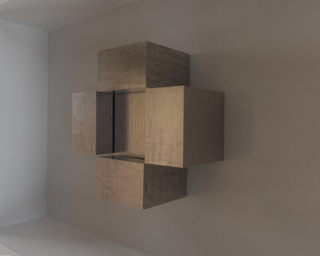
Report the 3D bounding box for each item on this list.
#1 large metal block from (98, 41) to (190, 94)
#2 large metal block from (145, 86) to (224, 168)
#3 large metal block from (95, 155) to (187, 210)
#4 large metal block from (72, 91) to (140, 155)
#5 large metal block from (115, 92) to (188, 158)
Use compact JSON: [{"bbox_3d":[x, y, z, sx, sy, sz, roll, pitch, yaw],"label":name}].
[{"bbox_3d":[-0.020,-0.069,0.385,0.080,0.081,0.050,1,91,40],"label":"large metal block"},{"bbox_3d":[0.029,-0.002,0.346,0.050,0.081,0.080,1,91,40],"label":"large metal block"},{"bbox_3d":[-0.023,0.061,0.388,0.080,0.081,0.050,3,92,40],"label":"large metal block"},{"bbox_3d":[-0.072,-0.007,0.430,0.050,0.081,0.080,1,91,40],"label":"large metal block"},{"bbox_3d":[-0.012,-0.004,0.397,0.080,0.050,0.080,1,91,40],"label":"large metal block"}]
